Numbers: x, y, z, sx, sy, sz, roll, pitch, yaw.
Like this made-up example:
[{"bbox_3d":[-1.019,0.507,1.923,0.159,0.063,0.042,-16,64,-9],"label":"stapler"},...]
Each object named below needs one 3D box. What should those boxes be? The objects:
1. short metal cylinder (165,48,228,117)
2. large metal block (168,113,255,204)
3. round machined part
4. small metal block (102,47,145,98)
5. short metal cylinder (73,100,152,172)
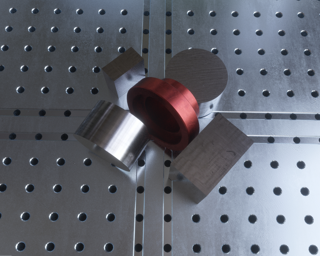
[{"bbox_3d":[0.047,-0.060,0.420,0.081,0.050,0.080,0,70,0],"label":"short metal cylinder"},{"bbox_3d":[0.057,0.040,0.369,0.050,0.080,0.080,42,75,13],"label":"large metal block"},{"bbox_3d":[0.009,-0.022,0.381,0.098,0.098,0.042,39,62,12],"label":"round machined part"},{"bbox_3d":[-0.048,-0.075,0.425,0.050,0.050,0.025,-40,75,-13],"label":"small metal block"},{"bbox_3d":[-0.057,0.010,0.378,0.080,0.080,0.050,29,73,10],"label":"short metal cylinder"}]
